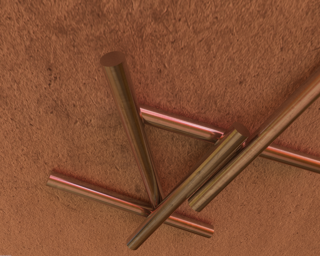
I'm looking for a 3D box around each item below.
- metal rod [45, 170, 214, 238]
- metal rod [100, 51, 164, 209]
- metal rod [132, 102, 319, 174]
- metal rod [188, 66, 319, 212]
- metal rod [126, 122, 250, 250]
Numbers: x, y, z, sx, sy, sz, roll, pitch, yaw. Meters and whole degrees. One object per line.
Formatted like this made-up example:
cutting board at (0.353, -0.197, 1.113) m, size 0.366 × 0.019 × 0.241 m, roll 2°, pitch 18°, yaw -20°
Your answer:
metal rod at (-0.038, 0.133, 0.519) m, size 0.302 × 0.025 × 0.025 m, roll 24°, pitch 126°, yaw -19°
metal rod at (-0.023, 0.032, 0.408) m, size 0.025 × 0.025 × 0.299 m, roll -7°, pitch 138°, yaw 6°
metal rod at (0.096, 0.016, 0.421) m, size 0.302 × 0.025 × 0.025 m, roll 16°, pitch 128°, yaw -14°
metal rod at (0.135, 0.005, 0.385) m, size 0.025 × 0.025 × 0.299 m, roll 28°, pitch 117°, yaw -22°
metal rod at (0.026, 0.101, 0.458) m, size 0.025 × 0.025 × 0.298 m, roll 23°, pitch 126°, yaw -19°
